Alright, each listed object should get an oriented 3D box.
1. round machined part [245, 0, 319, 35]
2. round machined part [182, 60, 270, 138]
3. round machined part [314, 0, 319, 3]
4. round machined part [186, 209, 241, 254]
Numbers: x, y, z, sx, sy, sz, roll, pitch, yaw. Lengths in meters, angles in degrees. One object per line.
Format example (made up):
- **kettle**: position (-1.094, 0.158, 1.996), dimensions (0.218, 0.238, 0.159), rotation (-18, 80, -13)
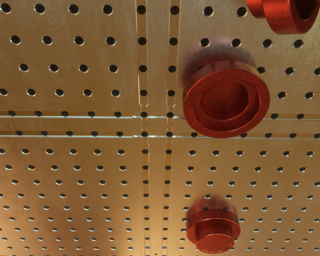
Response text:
- **round machined part**: position (0.106, -0.131, 0.266), dimensions (0.042, 0.098, 0.098), rotation (12, 141, 39)
- **round machined part**: position (0.076, -0.037, 0.369), dimensions (0.099, 0.042, 0.097), rotation (0, 130, 0)
- **round machined part**: position (0.155, -0.142, 0.256), dimensions (0.042, 0.098, 0.098), rotation (11, 140, 38)
- **round machined part**: position (0.098, 0.194, 0.566), dimensions (0.099, 0.042, 0.097), rotation (0, 130, 0)
